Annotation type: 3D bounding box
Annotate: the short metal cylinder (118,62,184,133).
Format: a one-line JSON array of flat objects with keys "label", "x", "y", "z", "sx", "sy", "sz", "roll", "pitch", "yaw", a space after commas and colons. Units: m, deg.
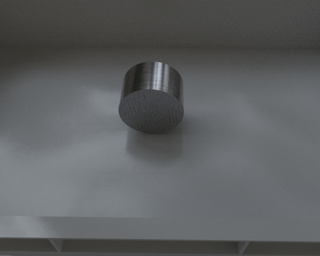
[{"label": "short metal cylinder", "x": -0.010, "y": -0.038, "z": 0.397, "sx": 0.080, "sy": 0.080, "sz": 0.050, "roll": 1, "pitch": 50, "yaw": 1}]
